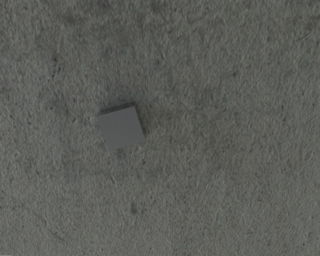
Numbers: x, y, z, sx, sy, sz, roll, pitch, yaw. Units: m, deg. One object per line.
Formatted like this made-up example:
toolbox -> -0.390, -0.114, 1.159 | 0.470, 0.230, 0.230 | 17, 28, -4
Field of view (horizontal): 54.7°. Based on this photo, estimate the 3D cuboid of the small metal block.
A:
small metal block -> -0.050, -0.003, 0.408 | 0.050, 0.025, 0.050 | -15, 110, 5
